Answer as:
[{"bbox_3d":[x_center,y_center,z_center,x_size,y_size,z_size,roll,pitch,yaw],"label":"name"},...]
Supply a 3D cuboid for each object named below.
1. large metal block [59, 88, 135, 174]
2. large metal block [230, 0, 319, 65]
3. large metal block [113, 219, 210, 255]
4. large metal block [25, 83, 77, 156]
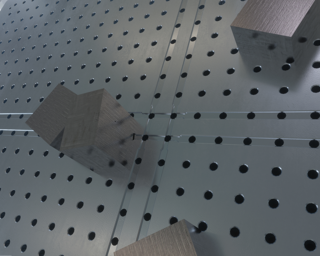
[{"bbox_3d":[-0.078,0.007,0.411,0.050,0.080,0.080,-11,57,23],"label":"large metal block"},{"bbox_3d":[0.151,-0.136,0.397,0.080,0.050,0.080,26,76,37],"label":"large metal block"},{"bbox_3d":[0.010,0.147,0.298,0.080,0.050,0.080,-29,52,10],"label":"large metal block"},{"bbox_3d":[-0.145,-0.012,0.477,0.080,0.050,0.080,30,78,38],"label":"large metal block"}]
